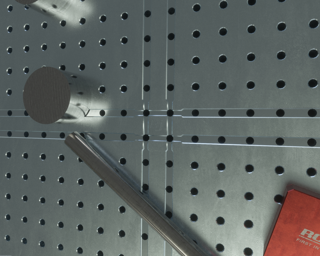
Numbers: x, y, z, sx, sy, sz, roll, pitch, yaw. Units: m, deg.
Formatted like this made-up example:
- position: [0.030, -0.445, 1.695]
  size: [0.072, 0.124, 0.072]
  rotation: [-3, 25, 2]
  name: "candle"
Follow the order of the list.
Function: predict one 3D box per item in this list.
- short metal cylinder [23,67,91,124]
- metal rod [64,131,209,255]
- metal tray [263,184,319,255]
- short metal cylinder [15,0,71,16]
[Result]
- position: [-0.149, -0.045, 0.452]
  size: [0.080, 0.050, 0.080]
  rotation: [0, 90, 20]
  name: "short metal cylinder"
- position: [-0.021, 0.108, 0.419]
  size: [0.300, 0.025, 0.025]
  rotation: [40, 103, 15]
  name: "metal rod"
- position: [0.193, 0.129, 0.342]
  size: [0.130, 0.030, 0.089]
  rotation: [20, 97, 18]
  name: "metal tray"
- position: [-0.177, -0.215, 0.462]
  size: [0.080, 0.050, 0.080]
  rotation: [0, 90, 20]
  name: "short metal cylinder"
